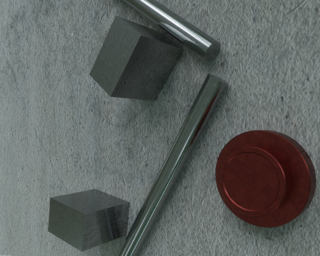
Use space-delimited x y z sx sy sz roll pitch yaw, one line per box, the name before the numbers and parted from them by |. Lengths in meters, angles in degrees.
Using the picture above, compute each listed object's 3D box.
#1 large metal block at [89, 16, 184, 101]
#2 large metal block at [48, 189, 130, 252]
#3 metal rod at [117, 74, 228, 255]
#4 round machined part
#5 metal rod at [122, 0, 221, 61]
large metal block | -0.029 -0.083 0.391 0.050 0.081 0.080 45 117 30
large metal block | -0.103 0.129 0.452 0.080 0.081 0.050 9 96 39
metal rod | 0.005 0.071 0.398 0.025 0.025 0.298 38 113 33
round machined part | 0.099 0.051 0.311 0.098 0.042 0.097 0 90 39
metal rod | -0.032 -0.178 0.429 0.300 0.025 0.025 45 117 30
